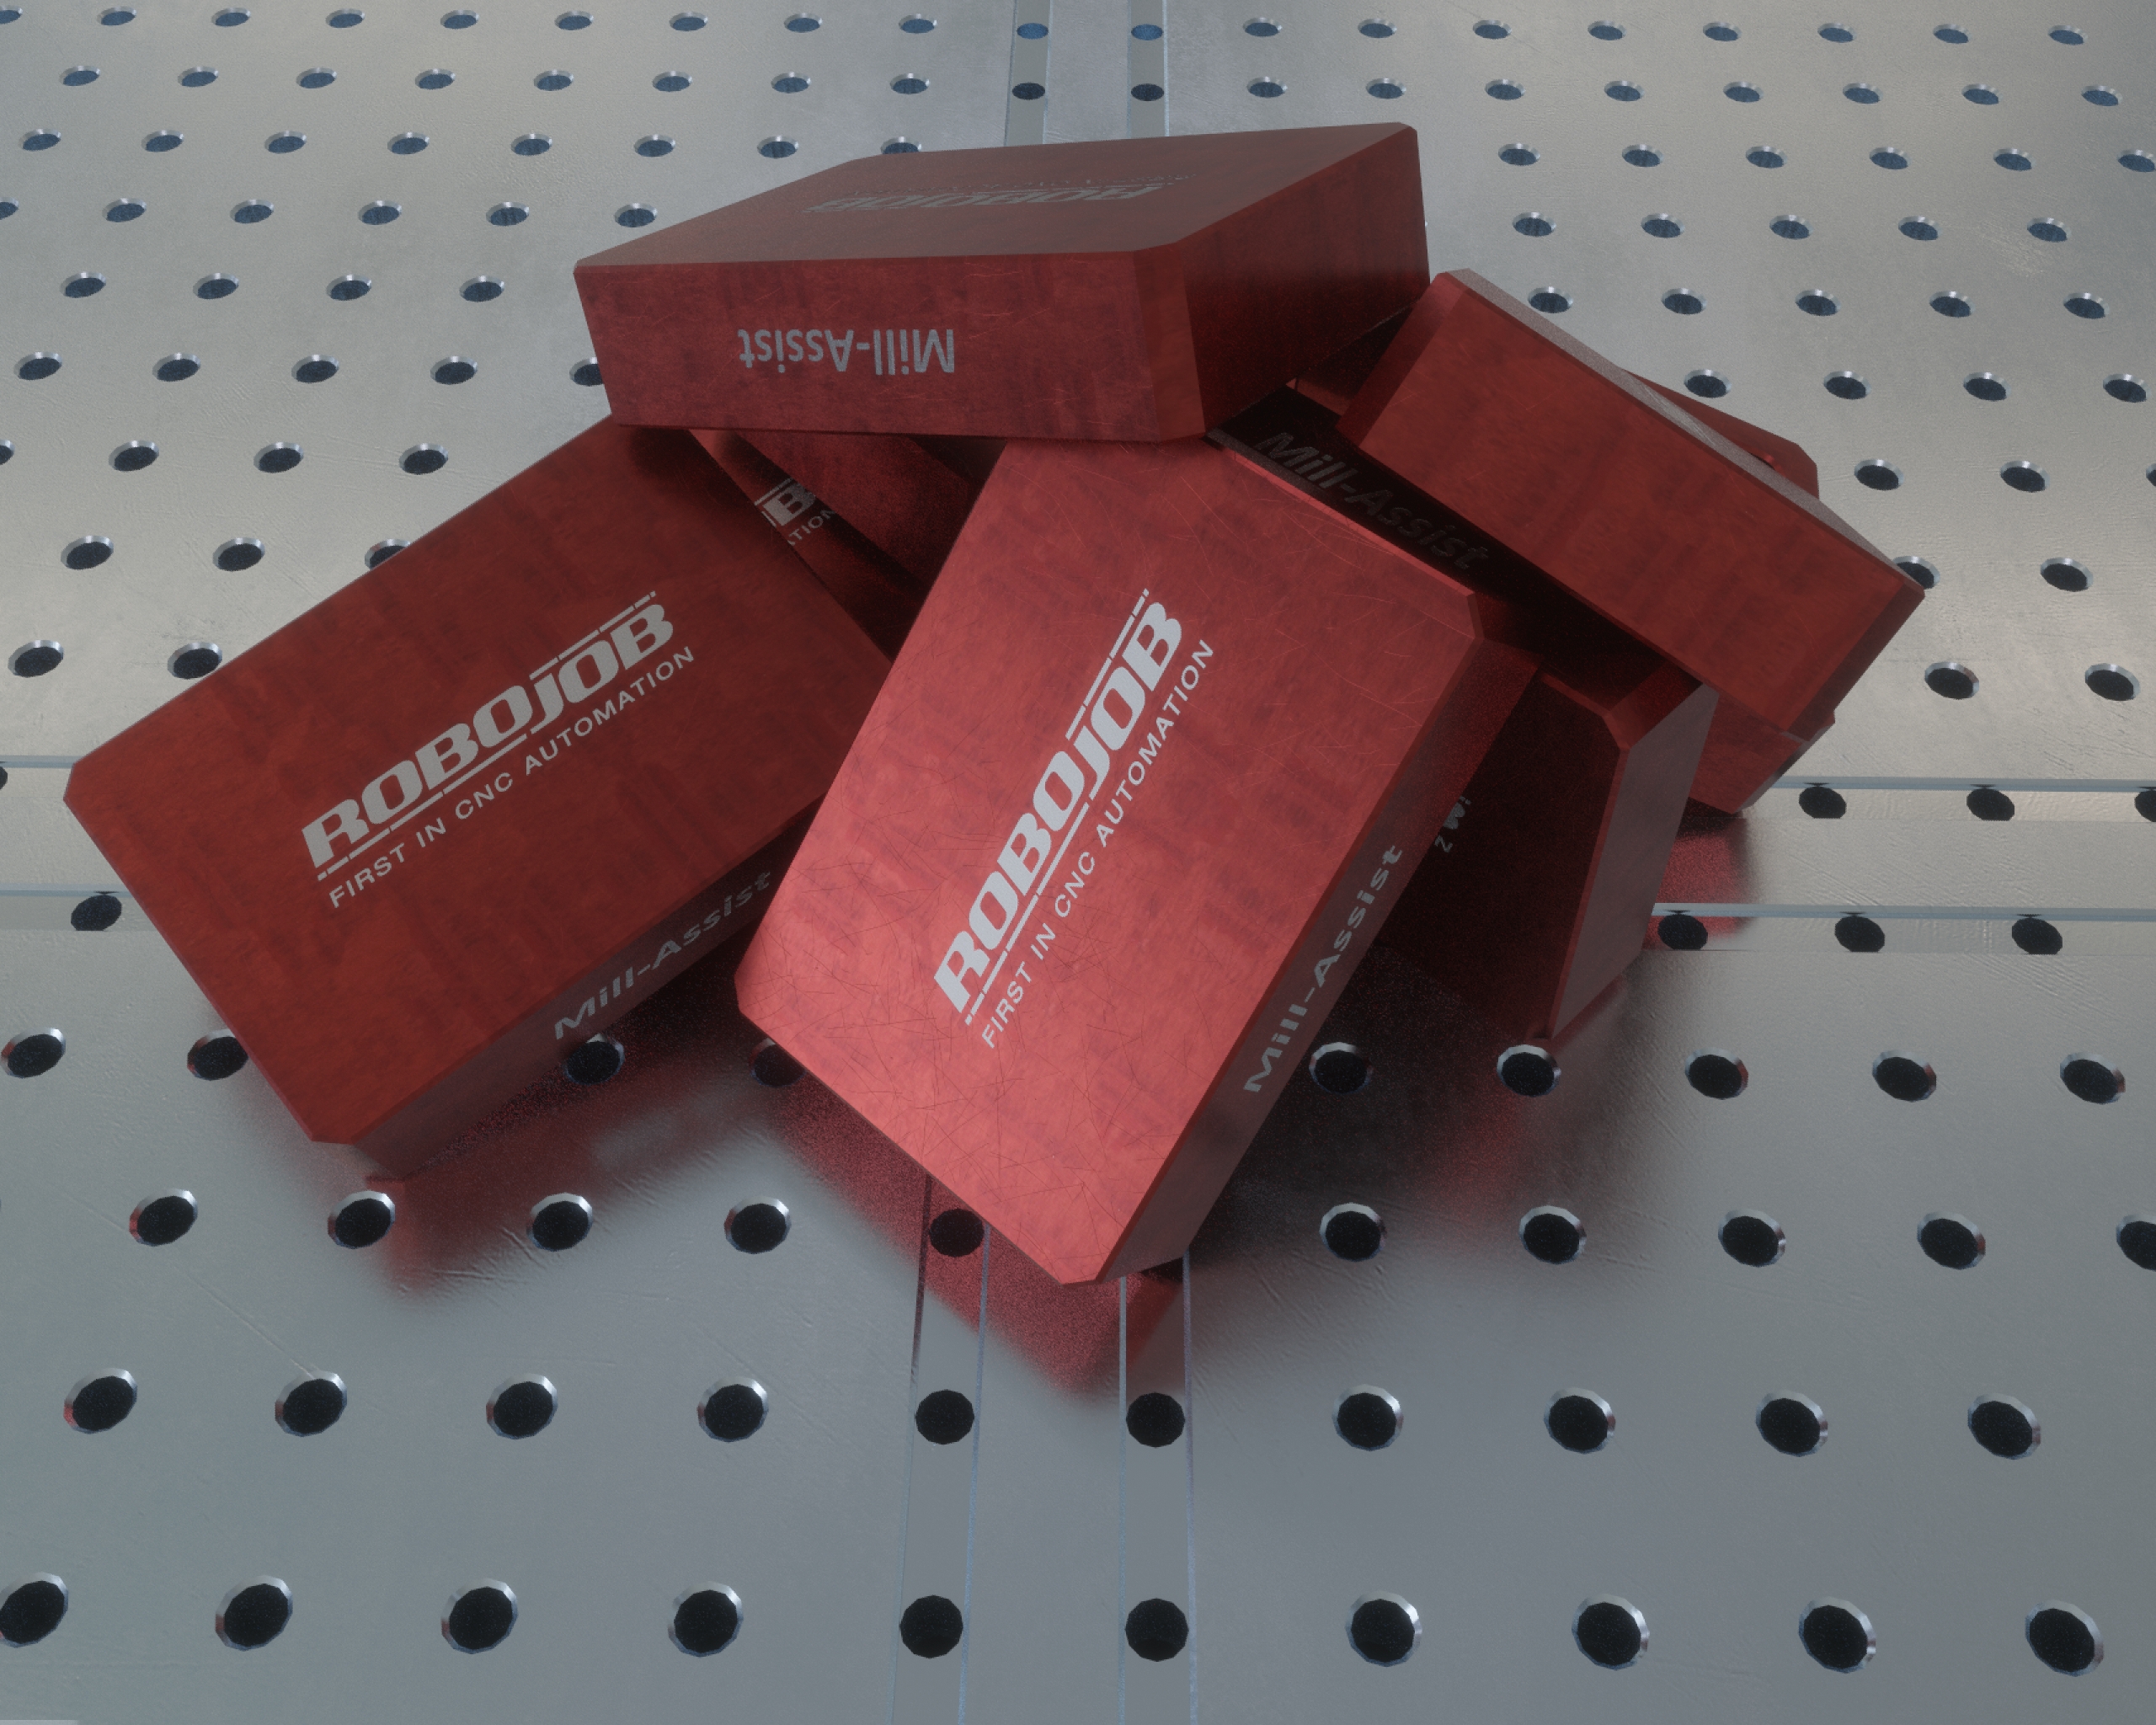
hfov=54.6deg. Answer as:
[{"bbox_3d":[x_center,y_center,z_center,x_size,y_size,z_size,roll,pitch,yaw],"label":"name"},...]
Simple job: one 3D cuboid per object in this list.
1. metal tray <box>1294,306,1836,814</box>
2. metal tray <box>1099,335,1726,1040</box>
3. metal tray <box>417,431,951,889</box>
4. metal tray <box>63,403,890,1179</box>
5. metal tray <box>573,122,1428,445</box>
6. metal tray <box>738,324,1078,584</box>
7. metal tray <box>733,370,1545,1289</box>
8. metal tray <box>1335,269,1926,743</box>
[{"bbox_3d":[0.091,-0.072,0.437,0.131,0.030,0.090,21,50,-9],"label":"metal tray"},{"bbox_3d":[0.051,-0.034,0.396,0.130,0.090,0.030,37,60,27],"label":"metal tray"},{"bbox_3d":[-0.081,-0.048,0.443,0.090,0.030,0.131,32,57,24],"label":"metal tray"},{"bbox_3d":[-0.104,-0.016,0.388,0.130,0.030,0.090,-38,75,-14],"label":"metal tray"},{"bbox_3d":[-0.014,-0.106,0.379,0.130,0.030,0.090,10,33,34],"label":"metal tray"},{"bbox_3d":[-0.005,-0.109,0.472,0.131,0.030,0.090,-26,56,-38],"label":"metal tray"},{"bbox_3d":[0.006,-0.006,0.353,0.090,0.129,0.030,36,17,25],"label":"metal tray"},{"bbox_3d":[0.098,-0.071,0.383,0.090,0.030,0.130,34,20,1],"label":"metal tray"}]
